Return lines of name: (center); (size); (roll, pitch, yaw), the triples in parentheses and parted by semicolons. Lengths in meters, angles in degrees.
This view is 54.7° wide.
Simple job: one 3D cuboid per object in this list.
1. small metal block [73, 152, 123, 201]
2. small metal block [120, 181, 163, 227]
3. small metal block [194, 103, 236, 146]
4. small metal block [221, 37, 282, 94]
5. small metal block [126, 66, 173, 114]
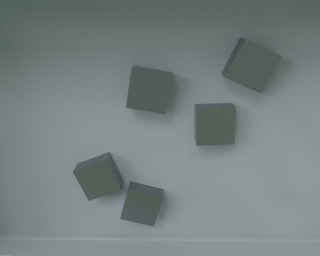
small metal block: (-0.086, 0.068, 0.436); (0.050, 0.025, 0.050); (-20, 109, 7)
small metal block: (-0.026, 0.111, 0.452); (0.050, 0.025, 0.050); (15, 109, -6)
small metal block: (0.072, -0.005, 0.410); (0.050, 0.025, 0.050); (-2, 110, 0)
small metal block: (0.112, -0.077, 0.384); (0.050, 0.025, 0.050); (23, 108, -8)
small metal block: (-0.014, -0.048, 0.393); (0.050, 0.025, 0.050); (9, 110, -4)
